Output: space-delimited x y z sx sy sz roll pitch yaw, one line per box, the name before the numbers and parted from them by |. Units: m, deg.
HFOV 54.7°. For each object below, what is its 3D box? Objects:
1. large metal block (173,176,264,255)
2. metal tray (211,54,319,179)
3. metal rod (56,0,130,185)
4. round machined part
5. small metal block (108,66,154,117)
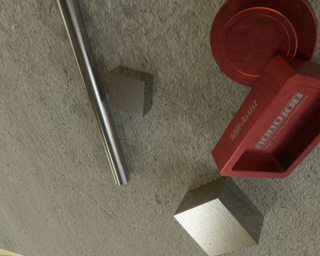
large metal block | 0.080 0.121 0.423 0.080 0.050 0.080 -35 99 38
metal tray | 0.120 -0.002 0.306 0.091 0.030 0.129 6 132 -22
metal rod | -0.088 -0.049 0.422 0.025 0.025 0.298 2 120 27
round machined part | 0.095 -0.083 0.295 0.098 0.042 0.097 13 124 21
small metal block | -0.038 -0.047 0.398 0.050 0.025 0.050 17 125 18
